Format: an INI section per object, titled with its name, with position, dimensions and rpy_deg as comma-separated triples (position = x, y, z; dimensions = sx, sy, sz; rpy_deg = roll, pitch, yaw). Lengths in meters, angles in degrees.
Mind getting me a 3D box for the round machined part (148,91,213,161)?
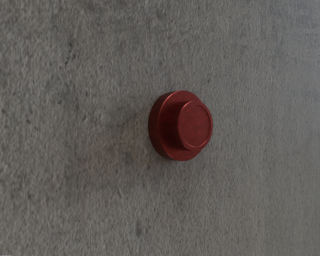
[round machined part]
position = 0.035, -0.003, 0.425
dimensions = 0.099, 0.042, 0.097
rpy_deg = 0, 90, -40
